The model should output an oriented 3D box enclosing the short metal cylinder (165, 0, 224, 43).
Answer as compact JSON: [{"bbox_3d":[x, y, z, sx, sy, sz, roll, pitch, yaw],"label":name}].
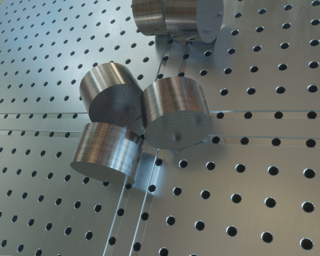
[{"bbox_3d":[0.051,-0.165,0.447,0.050,0.080,0.080,15,69,34],"label":"short metal cylinder"}]

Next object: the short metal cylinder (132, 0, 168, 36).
[{"bbox_3d":[0.000,-0.187,0.486,0.050,0.080,0.080,5,64,30],"label":"short metal cylinder"}]

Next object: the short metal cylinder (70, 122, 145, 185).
[{"bbox_3d":[-0.063,0.034,0.384,0.080,0.080,0.050,0,62,28],"label":"short metal cylinder"}]

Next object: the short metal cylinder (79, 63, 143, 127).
[{"bbox_3d":[-0.066,-0.044,0.433,0.080,0.080,0.050,-35,51,5],"label":"short metal cylinder"}]

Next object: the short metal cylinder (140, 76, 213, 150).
[{"bbox_3d":[0.018,-0.016,0.372,0.080,0.080,0.050,-21,54,15],"label":"short metal cylinder"}]
